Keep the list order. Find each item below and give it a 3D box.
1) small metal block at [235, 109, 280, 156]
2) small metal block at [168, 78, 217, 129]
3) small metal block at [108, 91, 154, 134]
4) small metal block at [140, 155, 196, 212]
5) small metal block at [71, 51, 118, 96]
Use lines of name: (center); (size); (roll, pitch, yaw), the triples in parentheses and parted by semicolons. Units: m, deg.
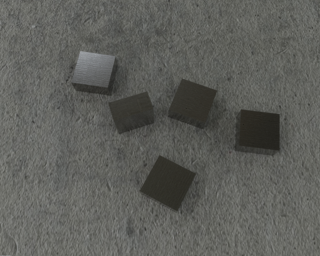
small metal block: (0.127, 0.006, 0.407); (0.050, 0.025, 0.050); (7, 70, 2)
small metal block: (0.044, -0.033, 0.420); (0.050, 0.025, 0.050); (20, 71, 7)
small metal block: (-0.036, -0.019, 0.401); (0.050, 0.050, 0.025); (-17, 71, -6)
small metal block: (0.010, 0.069, 0.383); (0.050, 0.025, 0.050); (27, 72, 9)
small metal block: (-0.091, -0.077, 0.435); (0.050, 0.025, 0.050); (9, 70, 3)
